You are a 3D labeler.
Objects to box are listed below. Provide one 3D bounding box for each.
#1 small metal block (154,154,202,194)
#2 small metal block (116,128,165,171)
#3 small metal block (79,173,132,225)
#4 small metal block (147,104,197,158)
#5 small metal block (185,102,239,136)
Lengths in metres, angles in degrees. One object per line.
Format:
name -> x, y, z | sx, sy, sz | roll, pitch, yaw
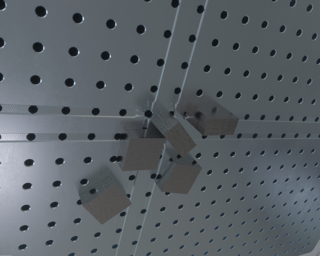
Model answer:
small metal block -> 0.028, 0.071, 0.469 | 0.050, 0.025, 0.050 | 14, 111, -34
small metal block -> -0.026, 0.029, 0.414 | 0.050, 0.025, 0.050 | 2, 118, -29
small metal block -> -0.075, 0.099, 0.431 | 0.050, 0.025, 0.050 | -34, 129, -6
small metal block -> 0.015, 0.004, 0.405 | 0.025, 0.050, 0.050 | -40, 129, -1
small metal block -> 0.070, -0.013, 0.424 | 0.050, 0.050, 0.025 | -1, 119, -28
